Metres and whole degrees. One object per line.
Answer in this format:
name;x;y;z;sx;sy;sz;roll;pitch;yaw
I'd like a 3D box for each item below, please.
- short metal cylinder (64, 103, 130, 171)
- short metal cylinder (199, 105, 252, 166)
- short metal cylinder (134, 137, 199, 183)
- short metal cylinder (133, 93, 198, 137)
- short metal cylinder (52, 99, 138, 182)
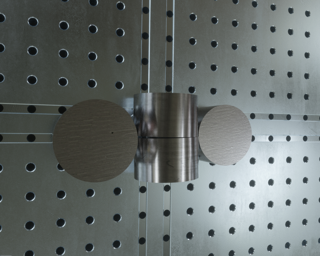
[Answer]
short metal cylinder;-0.074;0.008;0.372;0.081;0.050;0.079;0;90;-20
short metal cylinder;0.078;0.009;0.427;0.081;0.050;0.079;0;90;-20
short metal cylinder;0.008;0.036;0.386;0.081;0.080;0.050;-1;91;-20
short metal cylinder;0.007;-0.015;0.386;0.081;0.080;0.050;1;91;-20
short metal cylinder;-0.068;0.012;0.319;0.081;0.050;0.079;0;90;-20
